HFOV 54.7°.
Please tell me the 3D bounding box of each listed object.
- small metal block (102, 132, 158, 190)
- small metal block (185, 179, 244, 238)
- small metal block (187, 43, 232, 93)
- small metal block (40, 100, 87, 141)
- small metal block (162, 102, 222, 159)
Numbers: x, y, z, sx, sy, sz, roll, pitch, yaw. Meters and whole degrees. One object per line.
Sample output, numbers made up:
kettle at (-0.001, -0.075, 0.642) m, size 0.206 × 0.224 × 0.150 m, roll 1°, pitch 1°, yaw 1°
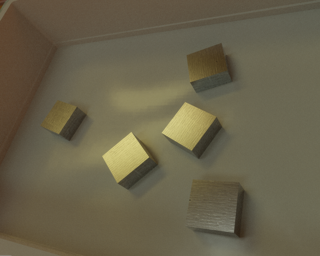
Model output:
small metal block at (-0.039, 0.042, 0.401) m, size 0.050 × 0.025 × 0.050 m, roll -40°, pitch 51°, yaw 1°
small metal block at (0.058, 0.083, 0.324) m, size 0.050 × 0.025 × 0.050 m, roll -1°, pitch 61°, yaw 27°
small metal block at (0.066, -0.081, 0.421) m, size 0.050 × 0.025 × 0.050 m, roll -16°, pitch 55°, yaw 19°
small metal block at (-0.154, -0.012, 0.495) m, size 0.050 × 0.025 × 0.050 m, roll 18°, pitch 71°, yaw 35°
small metal block at (0.039, 0.002, 0.384) m, size 0.050 × 0.025 × 0.050 m, roll 30°, pitch 78°, yaw 37°
